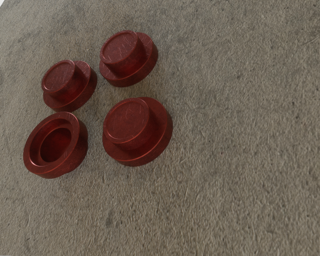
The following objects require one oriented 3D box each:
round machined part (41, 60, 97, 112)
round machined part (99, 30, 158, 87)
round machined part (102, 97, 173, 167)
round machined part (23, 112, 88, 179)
[{"bbox_3d":[-0.159,-0.076,0.524,0.098,0.042,0.098,-13,56,21],"label":"round machined part"},{"bbox_3d":[-0.056,-0.117,0.494,0.098,0.042,0.098,-13,56,21],"label":"round machined part"},{"bbox_3d":[-0.036,-0.001,0.413,0.098,0.042,0.098,-13,56,21],"label":"round machined part"},{"bbox_3d":[-0.146,0.028,0.452,0.098,0.042,0.098,-13,56,21],"label":"round machined part"}]
